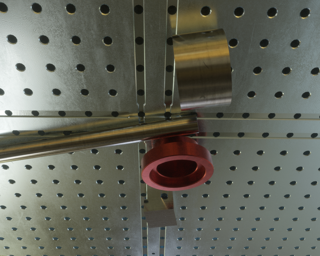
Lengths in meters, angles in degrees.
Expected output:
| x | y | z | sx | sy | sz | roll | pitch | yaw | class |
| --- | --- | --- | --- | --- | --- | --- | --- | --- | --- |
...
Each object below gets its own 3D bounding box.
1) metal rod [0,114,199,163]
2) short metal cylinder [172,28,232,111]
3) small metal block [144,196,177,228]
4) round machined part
| x | y | z | sx | sy | sz | roll | pitch | yaw | class |
| --- | --- | --- | --- | --- | --- | --- | --- | --- | --- |
| -0.098 | 0.017 | 0.424 | 0.301 | 0.025 | 0.025 | -9 | 130 | 7 | metal rod |
| 0.043 | -0.060 | 0.325 | 0.050 | 0.080 | 0.080 | -7 | 130 | 5 | short metal cylinder |
| 0.002 | 0.147 | 0.537 | 0.050 | 0.025 | 0.050 | -7 | 130 | 5 | small metal block |
| 0.023 | 0.047 | 0.433 | 0.099 | 0.042 | 0.097 | -3 | 142 | -2 | round machined part |
